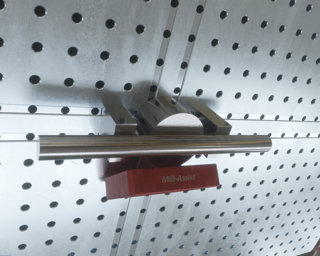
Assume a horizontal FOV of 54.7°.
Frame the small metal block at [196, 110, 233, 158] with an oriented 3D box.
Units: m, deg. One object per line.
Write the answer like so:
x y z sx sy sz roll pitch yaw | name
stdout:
0.070 0.008 0.438 0.025 0.050 0.050 -1 119 -28 | small metal block

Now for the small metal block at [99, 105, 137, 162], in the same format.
-0.052 0.005 0.370 0.025 0.050 0.050 -1 119 -28 | small metal block

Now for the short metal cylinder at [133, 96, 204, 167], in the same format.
0.009 0.005 0.403 0.081 0.050 0.079 -14 124 -21 | short metal cylinder

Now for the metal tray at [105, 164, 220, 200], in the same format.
0.002 0.073 0.418 0.131 0.090 0.030 0 75 -29 | metal tray

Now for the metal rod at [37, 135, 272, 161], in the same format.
0.016 0.020 0.368 0.303 0.025 0.025 1 118 -28 | metal rod
